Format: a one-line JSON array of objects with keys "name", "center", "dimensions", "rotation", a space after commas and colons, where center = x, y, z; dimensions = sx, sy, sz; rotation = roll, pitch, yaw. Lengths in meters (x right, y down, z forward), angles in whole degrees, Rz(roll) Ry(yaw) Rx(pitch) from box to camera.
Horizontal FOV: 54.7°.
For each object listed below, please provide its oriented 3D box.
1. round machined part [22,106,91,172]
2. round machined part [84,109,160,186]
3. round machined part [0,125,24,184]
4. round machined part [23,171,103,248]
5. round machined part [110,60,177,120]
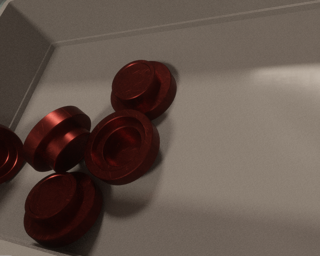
[{"name": "round machined part", "center": [-0.128, 0.021, 0.416], "dimensions": [0.042, 0.098, 0.098], "rotation": [38, 82, 16]}, {"name": "round machined part", "center": [-0.044, 0.028, 0.400], "dimensions": [0.098, 0.042, 0.098], "rotation": [-13, 56, 20]}, {"name": "round machined part", "center": [-0.265, 0.038, 0.473], "dimensions": [0.042, 0.098, 0.098], "rotation": [25, 75, 47]}, {"name": "round machined part", "center": [-0.126, 0.093, 0.386], "dimensions": [0.098, 0.042, 0.098], "rotation": [-13, 42, 12]}, {"name": "round machined part", "center": [-0.030, -0.059, 0.445], "dimensions": [0.098, 0.042, 0.098], "rotation": [-13, 56, 20]}]
